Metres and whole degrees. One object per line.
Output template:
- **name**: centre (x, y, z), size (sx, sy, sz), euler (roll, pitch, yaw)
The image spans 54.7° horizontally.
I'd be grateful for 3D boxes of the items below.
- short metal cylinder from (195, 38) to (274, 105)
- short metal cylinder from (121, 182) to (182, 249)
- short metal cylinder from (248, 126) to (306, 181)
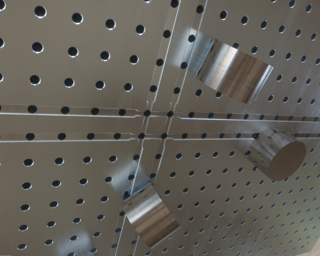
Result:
- **short metal cylinder**: centre (0.090, -0.070, 0.382), size (0.081, 0.080, 0.050), euler (13, 112, -34)
- **short metal cylinder**: centre (-0.012, 0.125, 0.446), size (0.050, 0.080, 0.080), euler (-36, 129, -5)
- **short metal cylinder**: centre (0.201, 0.044, 0.532), size (0.081, 0.050, 0.079), euler (-14, 124, -21)
